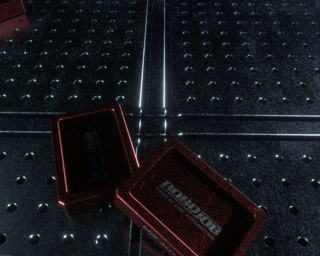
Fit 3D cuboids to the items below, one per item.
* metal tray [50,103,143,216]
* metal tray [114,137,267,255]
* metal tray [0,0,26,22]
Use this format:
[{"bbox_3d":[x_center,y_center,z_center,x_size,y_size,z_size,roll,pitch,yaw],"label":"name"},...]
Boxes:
[{"bbox_3d":[-0.079,0.032,0.376,0.091,0.030,0.130,-13,51,-11],"label":"metal tray"},{"bbox_3d":[0.030,0.082,0.314,0.130,0.030,0.090,40,59,11],"label":"metal tray"},{"bbox_3d":[-0.340,-0.252,0.611,0.091,0.030,0.130,-35,59,-26],"label":"metal tray"}]
